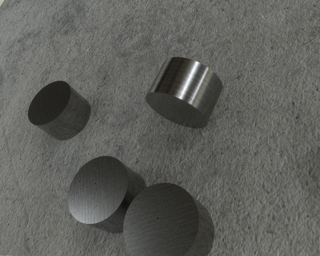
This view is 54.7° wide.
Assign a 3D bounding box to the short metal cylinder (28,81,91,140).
[{"bbox_3d":[-0.157,-0.027,0.488,0.080,0.050,0.080,-13,56,21],"label":"short metal cylinder"}]

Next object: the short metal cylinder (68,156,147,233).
[{"bbox_3d":[-0.061,0.080,0.371,0.080,0.050,0.080,-13,56,21],"label":"short metal cylinder"}]

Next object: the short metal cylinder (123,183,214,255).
[{"bbox_3d":[0.010,0.103,0.319,0.080,0.050,0.080,-13,56,21],"label":"short metal cylinder"}]

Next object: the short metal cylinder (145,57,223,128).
[{"bbox_3d":[0.029,-0.041,0.379,0.080,0.080,0.050,14,69,34],"label":"short metal cylinder"}]
